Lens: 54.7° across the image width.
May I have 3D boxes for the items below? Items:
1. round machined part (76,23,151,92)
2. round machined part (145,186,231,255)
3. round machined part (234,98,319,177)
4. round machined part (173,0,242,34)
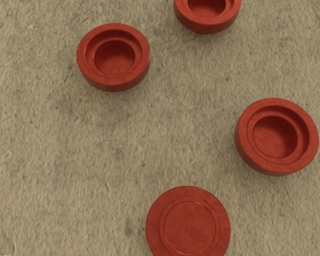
[{"bbox_3d":[-0.062,-0.094,0.433,0.099,0.042,0.098,0,70,-1],"label":"round machined part"},{"bbox_3d":[0.032,0.116,0.357,0.099,0.042,0.098,0,70,-1],"label":"round machined part"},{"bbox_3d":[0.144,0.014,0.396,0.099,0.042,0.098,0,70,-1],"label":"round machined part"},{"bbox_3d":[0.069,-0.182,0.467,0.099,0.042,0.098,0,70,-1],"label":"round machined part"}]
